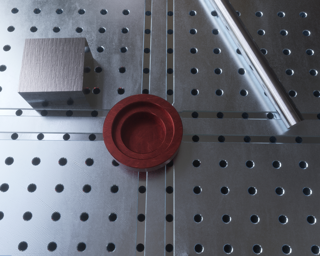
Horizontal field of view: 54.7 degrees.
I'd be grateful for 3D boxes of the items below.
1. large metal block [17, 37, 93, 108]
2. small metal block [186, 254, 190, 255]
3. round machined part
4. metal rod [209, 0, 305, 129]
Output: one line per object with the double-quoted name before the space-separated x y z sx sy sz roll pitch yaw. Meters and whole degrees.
"large metal block" -0.139 -0.075 0.425 0.081 0.050 0.080 -1 70 -1
"small metal block" 0.036 0.179 0.346 0.050 0.025 0.050 37 74 12
"round machined part" -0.021 0.009 0.399 0.099 0.042 0.098 0 70 0
"metal rod" 0.123 -0.133 0.461 0.025 0.025 0.299 -22 72 -8
